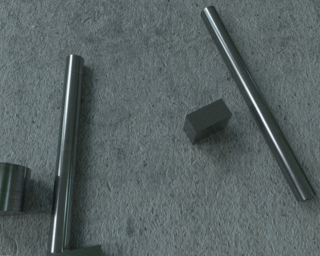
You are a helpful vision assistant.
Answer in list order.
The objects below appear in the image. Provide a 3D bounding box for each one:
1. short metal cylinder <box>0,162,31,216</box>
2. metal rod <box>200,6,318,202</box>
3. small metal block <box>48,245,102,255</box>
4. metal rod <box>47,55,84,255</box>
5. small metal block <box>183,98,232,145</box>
[{"bbox_3d":[-0.192,0.071,0.351,0.081,0.080,0.050,-2,70,-1],"label":"short metal cylinder"},{"bbox_3d":[0.127,-0.046,0.425,0.025,0.025,0.299,-20,71,-7],"label":"metal rod"},{"bbox_3d":[-0.090,0.157,0.335,0.050,0.025,0.050,3,71,-36],"label":"small metal block"},{"bbox_3d":[-0.118,0.043,0.391,0.025,0.025,0.299,-1,70,-1],"label":"metal rod"},{"bbox_3d":[0.060,-0.007,0.398,0.050,0.050,0.025,-26,72,-9],"label":"small metal block"}]
